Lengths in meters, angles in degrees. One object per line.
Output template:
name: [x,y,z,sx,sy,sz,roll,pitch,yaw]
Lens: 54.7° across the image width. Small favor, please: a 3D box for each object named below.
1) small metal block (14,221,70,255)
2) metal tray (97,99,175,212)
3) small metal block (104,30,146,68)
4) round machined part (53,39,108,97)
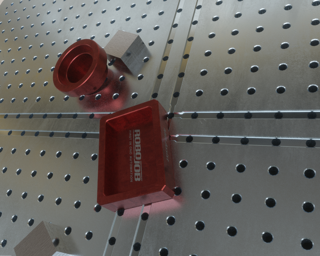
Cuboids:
small metal block: [-0.149,0.155,0.389,0.050,0.025,0.050,-44,51,-3]
metal tray: [-0.033,0.033,0.400,0.090,0.030,0.130,-17,55,17]
small metal block: [-0.062,-0.134,0.521,0.050,0.025,0.050,26,76,36]
round machined part: [-0.126,-0.094,0.514,0.098,0.042,0.098,-13,62,26]
